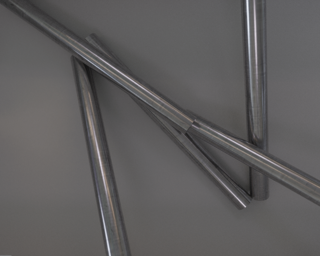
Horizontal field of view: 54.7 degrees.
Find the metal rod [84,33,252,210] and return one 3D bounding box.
[{"bbox_3d":[0.009,-0.008,0.411,0.025,0.025,0.300,-44,90,0],"label":"metal rod"}]

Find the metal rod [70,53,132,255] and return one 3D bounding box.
[{"bbox_3d":[-0.068,0.040,0.355,0.025,0.025,0.299,-16,67,0],"label":"metal rod"}]

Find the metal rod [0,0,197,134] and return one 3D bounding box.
[{"bbox_3d":[-0.085,-0.089,0.385,0.300,0.025,0.025,36,90,7],"label":"metal rod"}]

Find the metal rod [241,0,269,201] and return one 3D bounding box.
[{"bbox_3d":[0.110,-0.045,0.354,0.025,0.025,0.298,-10,114,0],"label":"metal rod"}]

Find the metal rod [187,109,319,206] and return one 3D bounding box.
[{"bbox_3d":[0.152,0.058,0.346,0.300,0.025,0.025,30,90,20],"label":"metal rod"}]
